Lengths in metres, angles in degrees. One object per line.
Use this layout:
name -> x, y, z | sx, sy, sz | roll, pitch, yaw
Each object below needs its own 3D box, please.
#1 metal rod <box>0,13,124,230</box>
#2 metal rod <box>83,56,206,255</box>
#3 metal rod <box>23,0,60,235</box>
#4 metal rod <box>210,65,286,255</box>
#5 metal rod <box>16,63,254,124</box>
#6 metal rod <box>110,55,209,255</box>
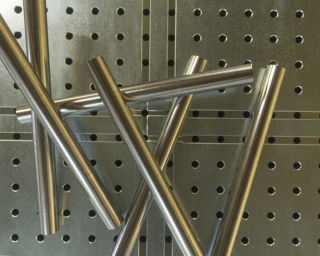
metal rod -> -0.122, 0.000, 0.367 | 0.025, 0.025, 0.299 | -26, 109, 0
metal rod -> -0.012, 0.053, 0.385 | 0.025, 0.025, 0.299 | -27, 98, 0
metal rod -> -0.146, -0.010, 0.384 | 0.025, 0.025, 0.298 | 0, 101, 0
metal rod -> 0.113, 0.063, 0.414 | 0.025, 0.025, 0.299 | 17, 90, 0
metal rod -> -0.036, -0.042, 0.395 | 0.301, 0.025, 0.025 | -9, 90, 6
metal rod -> -0.003, 0.047, 0.413 | 0.025, 0.025, 0.299 | 22, 90, 0
